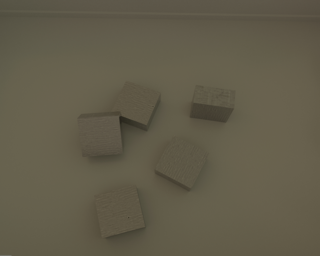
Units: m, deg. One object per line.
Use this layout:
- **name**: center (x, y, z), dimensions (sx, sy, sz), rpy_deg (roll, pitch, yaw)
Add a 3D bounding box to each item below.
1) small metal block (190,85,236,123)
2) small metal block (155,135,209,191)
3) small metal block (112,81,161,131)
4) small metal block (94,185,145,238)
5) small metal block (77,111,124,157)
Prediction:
- **small metal block**: center (0.068, -0.031, 0.409), dimensions (0.050, 0.050, 0.025), rpy_deg (8, 70, 2)
- **small metal block**: center (0.027, 0.045, 0.394), dimensions (0.050, 0.025, 0.050), rpy_deg (27, 72, 9)
- **small metal block**: center (-0.032, -0.030, 0.420), dimensions (0.050, 0.025, 0.050), rpy_deg (20, 71, 7)
- **small metal block**: center (-0.048, 0.101, 0.372), dimensions (0.050, 0.025, 0.050), rpy_deg (-13, 71, -5)
- **small metal block**: center (-0.074, 0.007, 0.393), dimensions (0.050, 0.025, 0.050), rpy_deg (-4, 105, -2)
